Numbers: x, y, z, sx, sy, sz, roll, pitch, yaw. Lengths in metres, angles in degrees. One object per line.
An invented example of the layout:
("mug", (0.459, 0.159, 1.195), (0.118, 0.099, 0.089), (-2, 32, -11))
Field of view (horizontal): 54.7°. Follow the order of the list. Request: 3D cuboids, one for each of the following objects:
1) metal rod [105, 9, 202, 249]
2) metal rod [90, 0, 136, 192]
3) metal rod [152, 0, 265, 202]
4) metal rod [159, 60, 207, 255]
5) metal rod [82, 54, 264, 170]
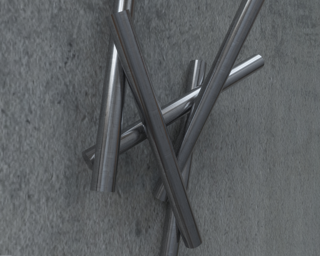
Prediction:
("metal rod", (0.001, 0.018, 0.361), (0.025, 0.025, 0.298), (-33, 115, -35))
("metal rod", (-0.046, -0.081, 0.347), (0.025, 0.025, 0.299), (15, 75, -39))
("metal rod", (0.062, -0.044, 0.389), (0.025, 0.025, 0.298), (18, 100, -39))
("metal rod", (0.032, 0.051, 0.433), (0.025, 0.025, 0.299), (16, 80, -39))
("metal rod", (0.036, -0.033, 0.409), (0.302, 0.025, 0.025), (-31, 110, -27))
